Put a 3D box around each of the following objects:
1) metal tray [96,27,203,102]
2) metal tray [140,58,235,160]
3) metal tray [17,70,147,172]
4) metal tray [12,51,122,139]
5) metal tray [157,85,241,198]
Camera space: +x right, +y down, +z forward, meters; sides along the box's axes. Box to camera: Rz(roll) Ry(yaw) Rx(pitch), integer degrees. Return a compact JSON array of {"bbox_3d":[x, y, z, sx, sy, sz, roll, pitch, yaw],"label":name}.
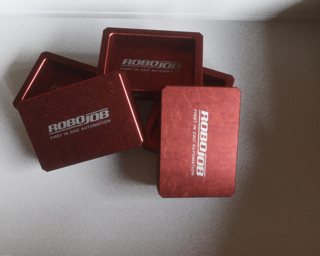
[{"bbox_3d":[-0.011,-0.082,0.403,0.131,0.030,0.090,3,70,1],"label":"metal tray"},{"bbox_3d":[0.038,-0.021,0.413,0.090,0.030,0.130,18,71,6],"label":"metal tray"},{"bbox_3d":[-0.092,-0.008,0.371,0.130,0.030,0.089,-16,100,10],"label":"metal tray"},{"bbox_3d":[-0.115,-0.043,0.418,0.131,0.030,0.090,19,71,6],"label":"metal tray"},{"bbox_3d":[0.044,0.015,0.366,0.091,0.030,0.129,1,98,-6],"label":"metal tray"}]
